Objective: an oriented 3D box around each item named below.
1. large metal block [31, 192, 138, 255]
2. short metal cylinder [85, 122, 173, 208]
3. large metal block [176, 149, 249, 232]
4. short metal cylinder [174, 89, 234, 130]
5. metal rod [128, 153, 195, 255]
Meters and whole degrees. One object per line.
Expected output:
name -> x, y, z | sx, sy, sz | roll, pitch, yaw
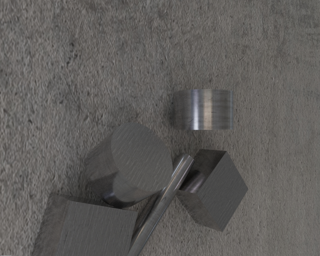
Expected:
large metal block -> -0.079, 0.117, 0.323 | 0.080, 0.050, 0.080 | 22, 76, -38
short metal cylinder -> -0.033, 0.041, 0.339 | 0.080, 0.050, 0.080 | 28, 43, -29
large metal block -> 0.074, 0.088, 0.451 | 0.080, 0.050, 0.080 | -48, 119, -29
short metal cylinder -> 0.059, -0.023, 0.418 | 0.081, 0.080, 0.050 | -1, 91, -40
metal rod -> -0.040, 0.154, 0.371 | 0.025, 0.025, 0.301 | 50, 61, -29
